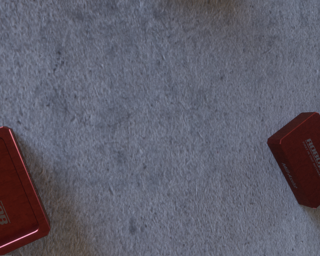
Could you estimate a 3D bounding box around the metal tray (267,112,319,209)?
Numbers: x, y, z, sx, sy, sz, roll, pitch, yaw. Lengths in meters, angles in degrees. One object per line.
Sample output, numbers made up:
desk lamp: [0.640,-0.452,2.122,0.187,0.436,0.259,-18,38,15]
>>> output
metal tray: [0.239,0.050,0.497,0.090,0.030,0.130,-34,101,-17]

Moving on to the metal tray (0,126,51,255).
metal tray: [-0.186,0.072,0.337,0.091,0.030,0.129,-21,97,-19]
